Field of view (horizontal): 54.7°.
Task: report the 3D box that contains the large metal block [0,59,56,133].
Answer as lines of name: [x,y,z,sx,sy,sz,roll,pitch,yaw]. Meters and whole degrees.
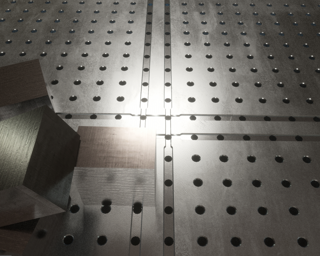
large metal block: [-0.194,-0.043,0.425,0.081,0.050,0.080,-17,52,-15]

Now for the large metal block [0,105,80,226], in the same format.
large metal block: [-0.126,0.035,0.277,0.080,0.050,0.080,-17,48,17]

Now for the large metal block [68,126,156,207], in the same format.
large metal block: [-0.045,0.043,0.335,0.081,0.080,0.050,1,50,1]

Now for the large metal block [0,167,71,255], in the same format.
large metal block: [-0.150,0.088,0.315,0.080,0.050,0.080,10,51,7]
